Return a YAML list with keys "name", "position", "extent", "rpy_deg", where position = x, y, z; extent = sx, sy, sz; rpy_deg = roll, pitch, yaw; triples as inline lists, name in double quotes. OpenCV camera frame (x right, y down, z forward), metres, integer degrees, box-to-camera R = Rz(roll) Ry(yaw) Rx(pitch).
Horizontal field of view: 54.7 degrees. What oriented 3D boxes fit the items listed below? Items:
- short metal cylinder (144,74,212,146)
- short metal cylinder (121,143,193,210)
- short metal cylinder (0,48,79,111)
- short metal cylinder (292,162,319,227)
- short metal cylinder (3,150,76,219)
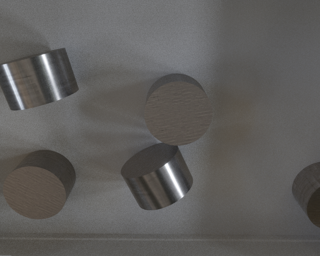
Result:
- name: "short metal cylinder"
  position: [0.022, -0.024, 0.389]
  extent: [0.081, 0.050, 0.079]
  rpy_deg: [0, 110, 0]
- name: "short metal cylinder"
  position: [-0.004, 0.061, 0.404]
  extent: [0.080, 0.080, 0.050]
  rpy_deg: [-23, 109, 8]
- name: "short metal cylinder"
  position: [-0.142, -0.058, 0.359]
  extent: [0.080, 0.080, 0.050]
  rpy_deg: [-13, 110, 4]
- name: "short metal cylinder"
  position: [0.236, 0.094, 0.435]
  extent: [0.081, 0.050, 0.079]
  rpy_deg: [0, 110, 0]
- name: "short metal cylinder"
  position: [-0.162, 0.077, 0.425]
  extent: [0.081, 0.050, 0.079]
  rpy_deg: [0, 110, 0]
